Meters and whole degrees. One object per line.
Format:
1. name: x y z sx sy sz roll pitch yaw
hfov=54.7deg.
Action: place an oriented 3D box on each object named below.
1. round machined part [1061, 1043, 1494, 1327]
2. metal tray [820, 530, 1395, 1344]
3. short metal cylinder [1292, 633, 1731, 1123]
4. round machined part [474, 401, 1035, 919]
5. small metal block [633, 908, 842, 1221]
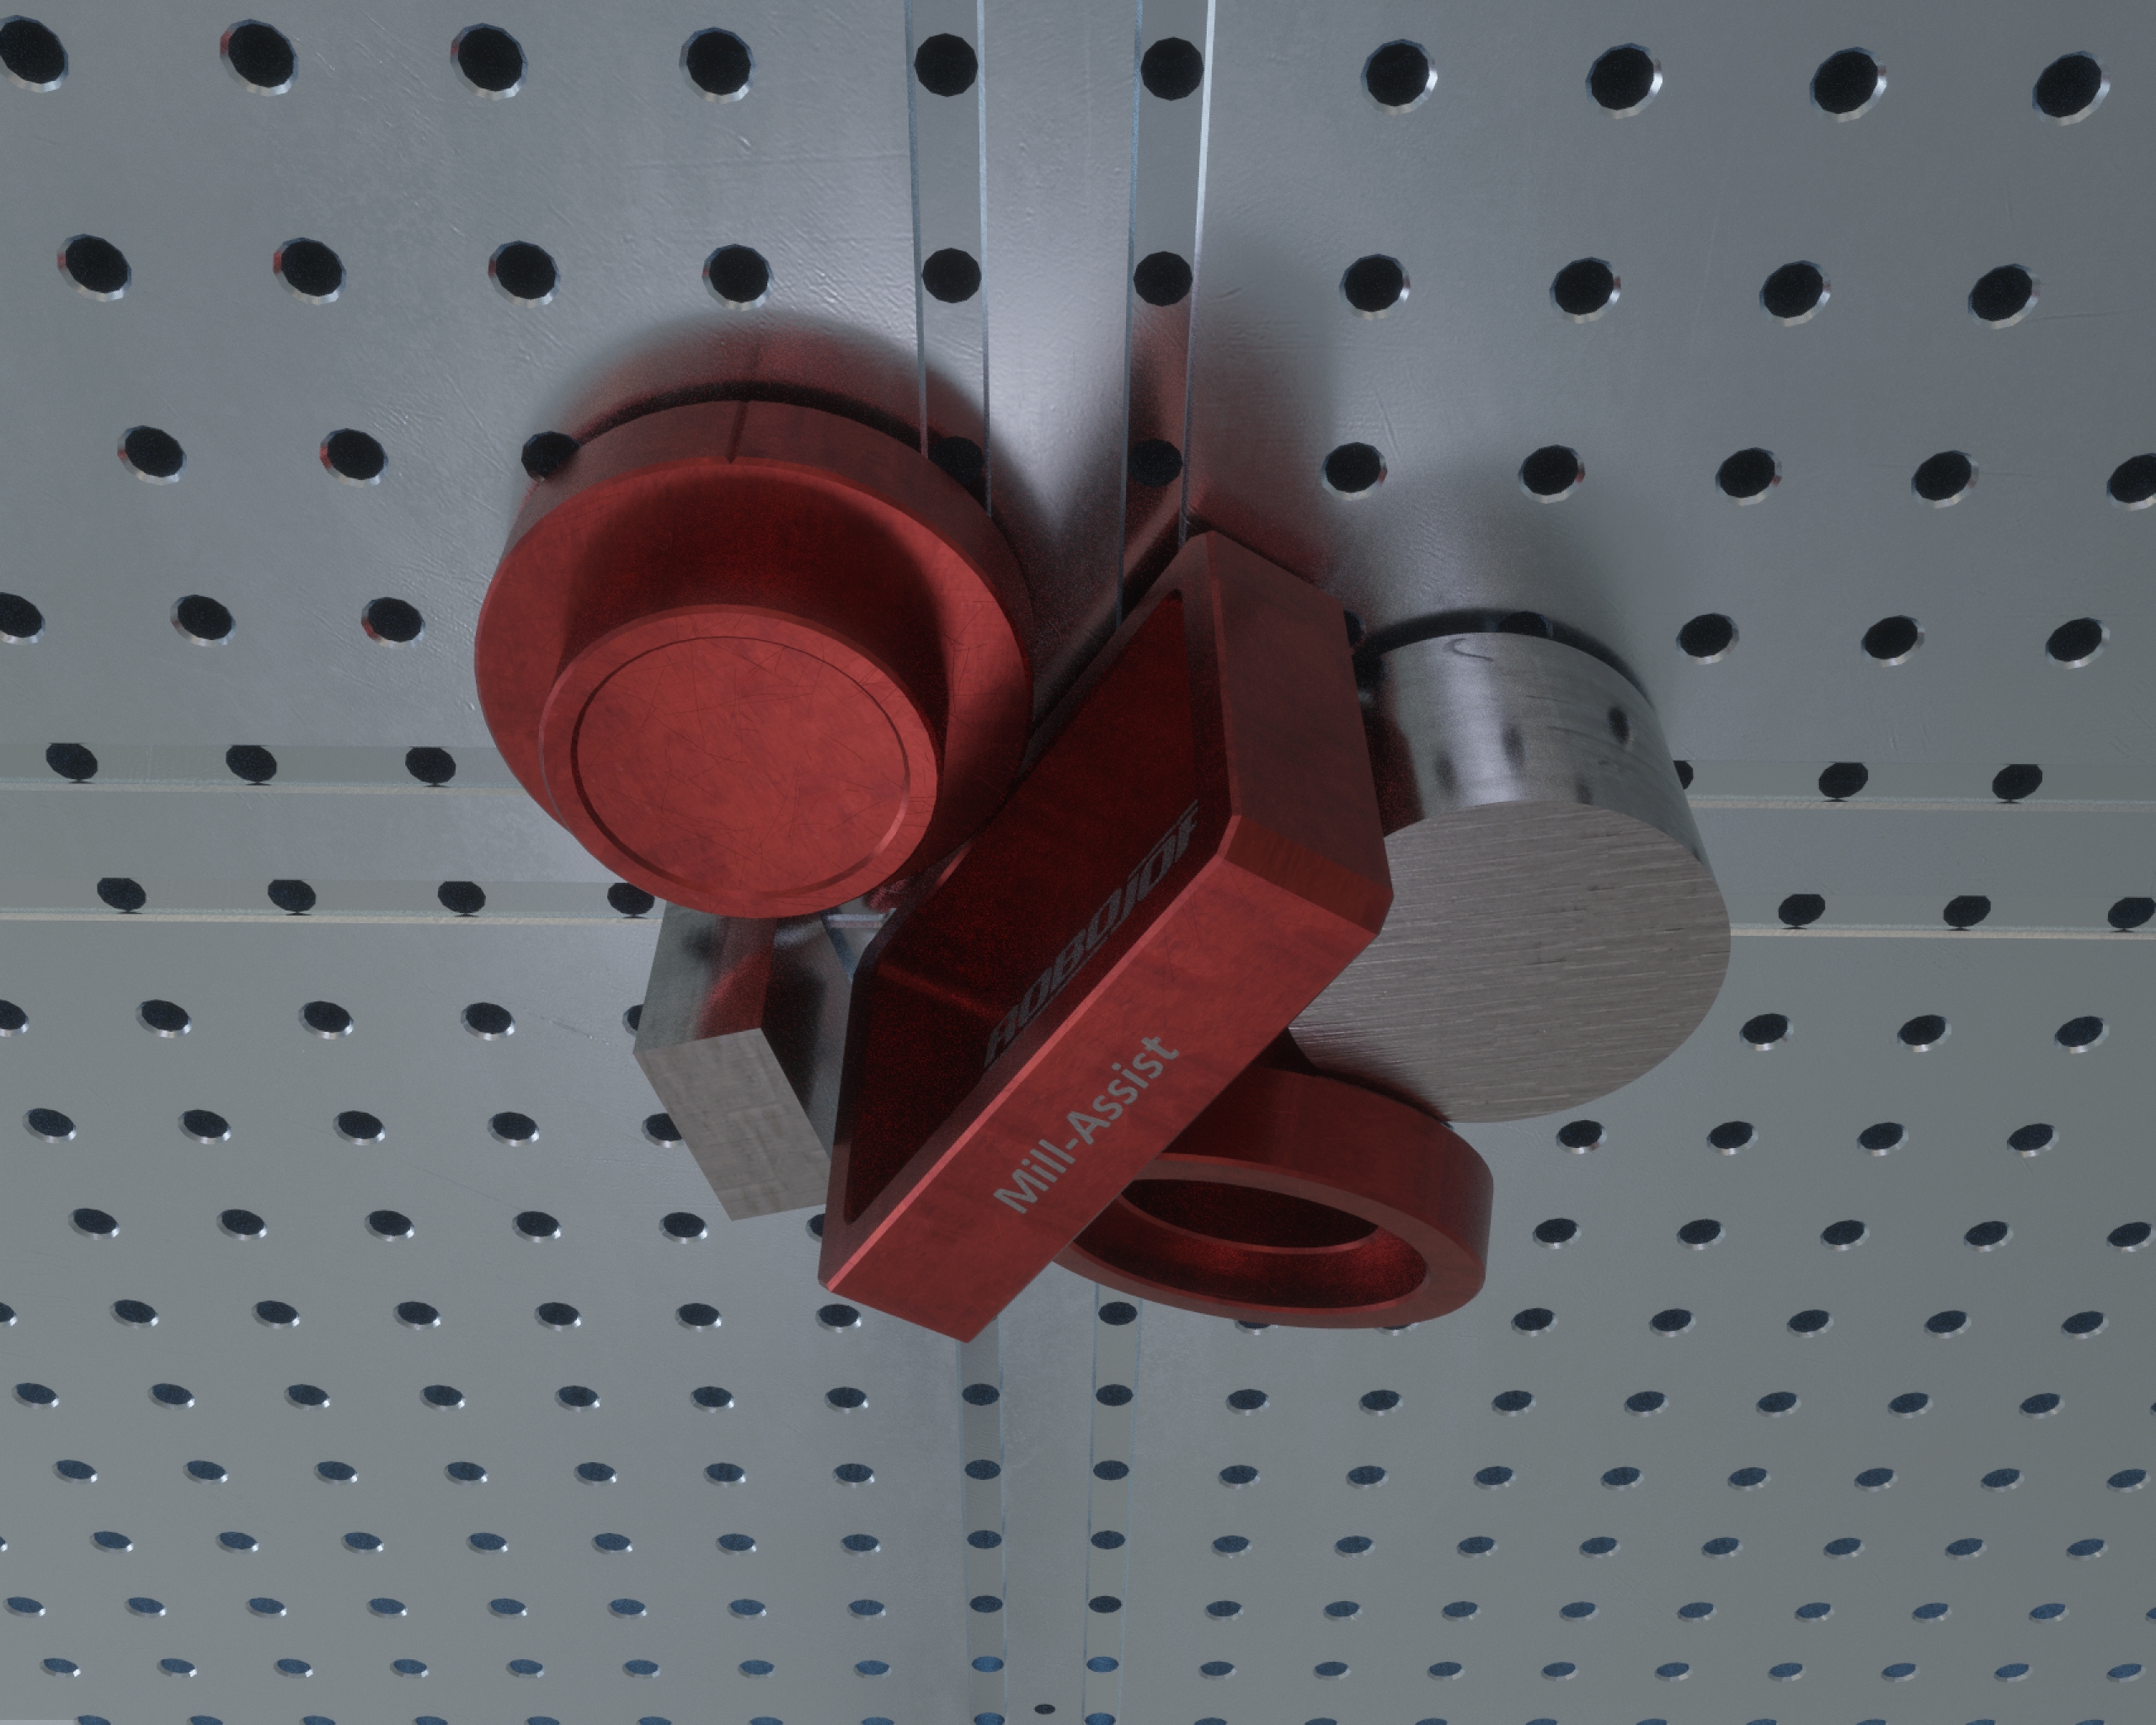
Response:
1. round machined part: 0.037 0.060 0.432 0.099 0.042 0.098 9 152 5
2. metal tray: 0.001 0.014 0.376 0.030 0.090 0.129 26 125 -21
3. short metal cylinder: 0.076 0.004 0.394 0.081 0.050 0.079 0 130 0
4. round machined part: -0.057 -0.028 0.370 0.099 0.042 0.097 0 130 0
5. small metal block: -0.064 0.035 0.419 0.025 0.050 0.050 -12 129 10
